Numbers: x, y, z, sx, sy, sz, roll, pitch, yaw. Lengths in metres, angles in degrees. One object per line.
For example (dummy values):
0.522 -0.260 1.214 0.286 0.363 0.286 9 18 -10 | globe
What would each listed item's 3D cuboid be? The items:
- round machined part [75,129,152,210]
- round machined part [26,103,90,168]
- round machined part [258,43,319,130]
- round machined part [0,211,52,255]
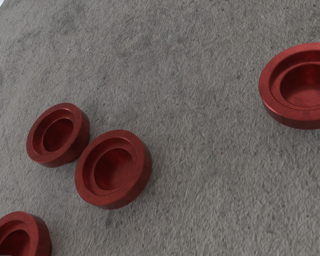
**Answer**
-0.053 0.054 0.388 0.098 0.042 0.098 -13 56 21 | round machined part
-0.145 0.014 0.461 0.098 0.042 0.098 -13 56 21 | round machined part
0.160 -0.040 0.334 0.098 0.042 0.098 -13 56 21 | round machined part
-0.177 0.158 0.389 0.098 0.042 0.098 -13 56 21 | round machined part
